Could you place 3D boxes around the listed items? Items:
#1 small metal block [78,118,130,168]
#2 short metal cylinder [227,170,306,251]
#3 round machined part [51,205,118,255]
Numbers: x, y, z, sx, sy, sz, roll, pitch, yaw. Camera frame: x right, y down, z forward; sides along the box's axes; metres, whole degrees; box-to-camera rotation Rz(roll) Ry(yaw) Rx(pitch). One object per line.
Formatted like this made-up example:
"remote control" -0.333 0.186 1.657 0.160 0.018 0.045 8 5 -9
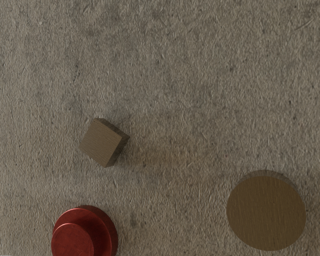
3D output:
"small metal block" -0.079 0.020 0.436 0.050 0.025 0.050 34 101 16
"short metal cylinder" 0.120 0.091 0.353 0.080 0.050 0.079 0 90 19
"round machined part" -0.113 0.163 0.438 0.098 0.042 0.097 0 90 19
